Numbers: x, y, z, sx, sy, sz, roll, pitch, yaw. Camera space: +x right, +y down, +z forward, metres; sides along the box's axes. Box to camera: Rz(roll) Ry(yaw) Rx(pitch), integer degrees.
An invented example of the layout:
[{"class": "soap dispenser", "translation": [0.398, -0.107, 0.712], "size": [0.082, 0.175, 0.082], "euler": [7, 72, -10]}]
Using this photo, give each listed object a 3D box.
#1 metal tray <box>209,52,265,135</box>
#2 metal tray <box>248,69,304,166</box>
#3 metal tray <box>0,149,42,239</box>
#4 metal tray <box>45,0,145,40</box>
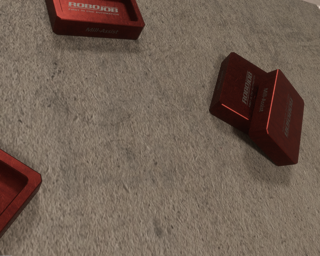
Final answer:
[{"class": "metal tray", "translation": [0.138, -0.057, 0.512], "size": [0.090, 0.030, 0.130], "euler": [29, 52, -10]}, {"class": "metal tray", "translation": [0.187, -0.017, 0.487], "size": [0.090, 0.030, 0.130], "euler": [41, 54, -27]}, {"class": "metal tray", "translation": [-0.178, 0.072, 0.260], "size": [0.090, 0.030, 0.130], "euler": [35, 51, -6]}, {"class": "metal tray", "translation": [-0.096, -0.178, 0.458], "size": [0.131, 0.030, 0.090], "euler": [-6, 65, -31]}]
